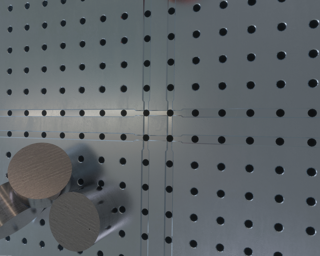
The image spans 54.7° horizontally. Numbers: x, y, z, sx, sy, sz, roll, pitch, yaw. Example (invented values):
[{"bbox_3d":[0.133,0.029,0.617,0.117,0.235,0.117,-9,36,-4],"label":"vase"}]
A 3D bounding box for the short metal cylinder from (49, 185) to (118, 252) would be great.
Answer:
[{"bbox_3d":[-0.107,0.125,0.437,0.080,0.050,0.080,0,90,20],"label":"short metal cylinder"}]

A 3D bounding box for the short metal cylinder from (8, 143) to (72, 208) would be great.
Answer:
[{"bbox_3d":[-0.166,0.067,0.436,0.081,0.050,0.080,7,61,-13],"label":"short metal cylinder"}]

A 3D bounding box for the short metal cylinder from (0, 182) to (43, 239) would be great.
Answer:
[{"bbox_3d":[-0.223,0.121,0.462,0.080,0.080,0.050,-44,76,15],"label":"short metal cylinder"}]
